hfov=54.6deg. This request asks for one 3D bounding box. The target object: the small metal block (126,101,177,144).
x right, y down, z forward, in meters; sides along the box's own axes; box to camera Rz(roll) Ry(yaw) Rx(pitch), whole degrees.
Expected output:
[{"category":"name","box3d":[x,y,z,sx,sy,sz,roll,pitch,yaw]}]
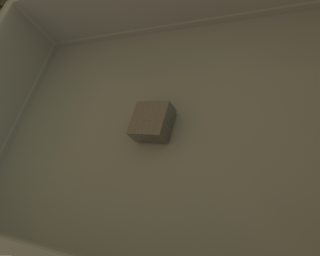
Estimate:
[{"category":"small metal block","box3d":[-0.011,-0.008,0.413,0.050,0.025,0.050,2,63,29]}]
